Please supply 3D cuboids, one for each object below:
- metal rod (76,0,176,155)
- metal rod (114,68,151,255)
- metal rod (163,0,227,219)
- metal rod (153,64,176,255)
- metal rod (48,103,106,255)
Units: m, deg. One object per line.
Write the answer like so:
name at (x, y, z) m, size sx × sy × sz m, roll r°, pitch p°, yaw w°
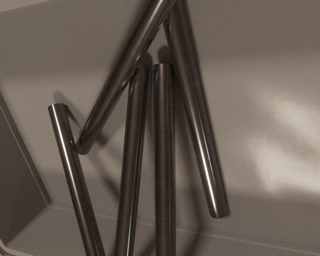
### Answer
metal rod at (-0.058, -0.048, 0.384) m, size 0.025 × 0.025 × 0.298 m, roll 40°, pitch 136°, yaw 0°
metal rod at (-0.038, 0.075, 0.397) m, size 0.025 × 0.025 × 0.298 m, roll 9°, pitch 98°, yaw 23°
metal rod at (0.045, -0.011, 0.376) m, size 0.025 × 0.025 × 0.298 m, roll -2°, pitch 118°, yaw 29°
metal rod at (0.006, 0.075, 0.373) m, size 0.025 × 0.025 × 0.298 m, roll 2°, pitch 95°, yaw 27°
metal rod at (-0.113, 0.107, 0.447) m, size 0.025 × 0.025 × 0.299 m, roll -25°, pitch 78°, yaw 36°
